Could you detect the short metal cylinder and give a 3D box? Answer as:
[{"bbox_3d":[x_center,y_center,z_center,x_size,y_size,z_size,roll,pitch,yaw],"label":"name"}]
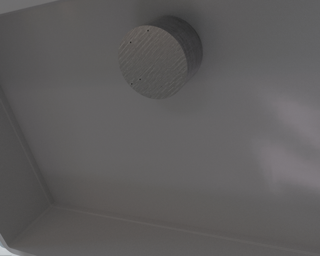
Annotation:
[{"bbox_3d":[0.001,-0.078,0.344,0.080,0.050,0.080,13,124,21],"label":"short metal cylinder"}]
